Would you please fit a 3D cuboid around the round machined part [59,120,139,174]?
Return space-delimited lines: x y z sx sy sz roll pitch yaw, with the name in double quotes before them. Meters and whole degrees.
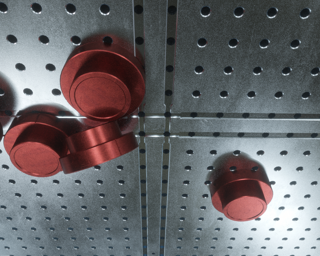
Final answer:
"round machined part" -0.080 0.020 0.393 0.098 0.098 0.042 -19 92 15

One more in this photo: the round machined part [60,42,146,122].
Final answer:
"round machined part" -0.067 -0.046 0.361 0.099 0.042 0.097 -1 130 0

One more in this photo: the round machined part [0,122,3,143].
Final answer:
"round machined part" -0.250 -0.006 0.392 0.099 0.042 0.097 -1 130 0

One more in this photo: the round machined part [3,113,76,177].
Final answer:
"round machined part" -0.163 0.030 0.424 0.099 0.042 0.097 -1 130 0

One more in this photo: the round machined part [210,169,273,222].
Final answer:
"round machined part" 0.133 0.115 0.501 0.099 0.042 0.097 -1 130 0
